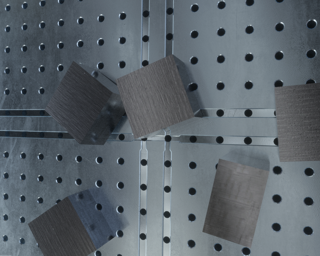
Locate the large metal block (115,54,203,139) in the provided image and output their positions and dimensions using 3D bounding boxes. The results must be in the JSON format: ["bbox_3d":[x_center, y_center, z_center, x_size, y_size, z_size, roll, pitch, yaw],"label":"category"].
[{"bbox_3d":[0.000,-0.037,0.399,0.080,0.050,0.080,-21,83,18],"label":"large metal block"}]

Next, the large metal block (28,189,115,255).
[{"bbox_3d":[-0.126,0.146,0.442,0.080,0.050,0.080,-35,79,16],"label":"large metal block"}]

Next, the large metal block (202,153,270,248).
[{"bbox_3d":[0.089,0.076,0.352,0.050,0.080,0.079,13,95,19],"label":"large metal block"}]

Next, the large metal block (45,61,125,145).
[{"bbox_3d":[-0.098,-0.033,0.427,0.080,0.050,0.080,39,102,23],"label":"large metal block"}]

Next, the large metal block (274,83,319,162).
[{"bbox_3d":[0.171,-0.007,0.339,0.080,0.050,0.079,-4,89,19],"label":"large metal block"}]
